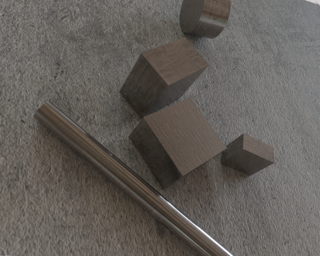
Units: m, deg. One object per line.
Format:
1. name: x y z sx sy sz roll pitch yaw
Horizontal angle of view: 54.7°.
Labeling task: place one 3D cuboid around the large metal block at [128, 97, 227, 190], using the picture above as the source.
1. large metal block: 0.022 0.018 0.388 0.081 0.050 0.080 -25 76 -37

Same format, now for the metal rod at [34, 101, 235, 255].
1. metal rod: -0.016 0.076 0.348 0.300 0.025 0.025 40 51 -1

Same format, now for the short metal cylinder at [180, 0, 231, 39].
1. short metal cylinder: 0.075 -0.198 0.530 0.050 0.080 0.080 5 59 -26

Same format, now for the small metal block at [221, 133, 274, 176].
1. small metal block: 0.121 0.038 0.429 0.050 0.050 0.025 24 53 -14

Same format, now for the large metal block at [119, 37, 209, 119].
1. large metal block: 0.004 -0.066 0.411 0.081 0.080 0.050 -32 80 -38
